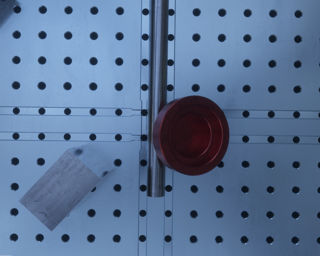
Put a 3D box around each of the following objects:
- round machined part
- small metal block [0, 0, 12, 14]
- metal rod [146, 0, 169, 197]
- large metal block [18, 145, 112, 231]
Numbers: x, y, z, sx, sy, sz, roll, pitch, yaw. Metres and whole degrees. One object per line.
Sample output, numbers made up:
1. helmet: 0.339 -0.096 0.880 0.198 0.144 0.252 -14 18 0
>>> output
1. round machined part: 0.035 0.009 0.393 0.099 0.042 0.097 0 91 -24
2. small metal block: -0.235 -0.175 0.411 0.050 0.025 0.050 41 90 0
3. metal rod: -0.003 -0.059 0.413 0.025 0.025 0.298 1 90 0
4. large metal block: -0.112 0.069 0.385 0.050 0.080 0.080 43 90 0
